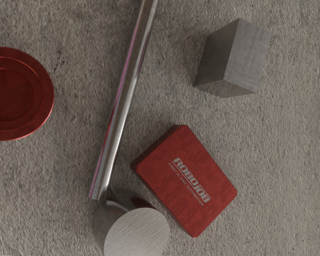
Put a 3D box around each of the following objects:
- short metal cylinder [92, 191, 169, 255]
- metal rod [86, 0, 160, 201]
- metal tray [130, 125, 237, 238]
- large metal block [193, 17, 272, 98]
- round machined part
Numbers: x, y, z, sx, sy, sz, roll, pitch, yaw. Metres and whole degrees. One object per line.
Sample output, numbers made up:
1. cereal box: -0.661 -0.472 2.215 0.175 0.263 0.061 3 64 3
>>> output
1. short metal cylinder: -0.036 0.124 0.375 0.081 0.050 0.079 -6 104 -27
2. metal rod: -0.041 -0.058 0.394 0.025 0.025 0.299 16 84 -20
3. metal tray: 0.035 0.071 0.421 0.090 0.030 0.130 -42 104 -16
4. large metal block: 0.094 -0.089 0.416 0.050 0.080 0.080 18 84 -20
5. round machined part: -0.168 -0.035 0.338 0.099 0.042 0.097 0 90 -21
